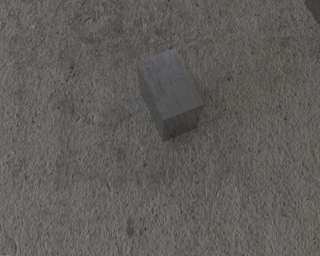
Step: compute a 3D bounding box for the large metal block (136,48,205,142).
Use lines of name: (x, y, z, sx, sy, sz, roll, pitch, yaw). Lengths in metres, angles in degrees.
large metal block: (0.011, -0.039, 0.393, 0.050, 0.080, 0.080, -22, 72, -8)

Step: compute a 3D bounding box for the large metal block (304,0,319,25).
large metal block: (0.270, -0.188, 0.449, 0.050, 0.080, 0.080, -22, 72, -8)
